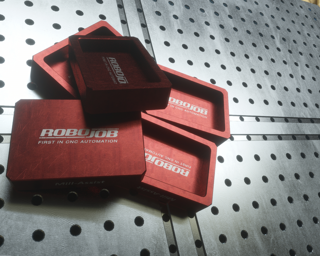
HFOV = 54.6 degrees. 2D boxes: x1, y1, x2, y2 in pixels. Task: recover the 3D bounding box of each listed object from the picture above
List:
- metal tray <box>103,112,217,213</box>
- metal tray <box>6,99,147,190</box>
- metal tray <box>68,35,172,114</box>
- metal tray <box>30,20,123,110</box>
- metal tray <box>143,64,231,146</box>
[{"bbox_3d":[0.004,0.040,0.381,0.131,0.030,0.090,23,54,-14],"label":"metal tray"},{"bbox_3d":[-0.084,0.015,0.328,0.131,0.030,0.090,-1,62,-13],"label":"metal tray"},{"bbox_3d":[-0.052,-0.068,0.363,0.091,0.030,0.130,-5,40,-22],"label":"metal tray"},{"bbox_3d":[-0.087,-0.081,0.406,0.090,0.030,0.131,42,51,2],"label":"metal tray"},{"bbox_3d":[0.036,-0.032,0.441,0.131,0.030,0.090,17,56,-19],"label":"metal tray"}]
